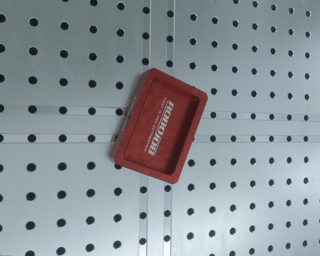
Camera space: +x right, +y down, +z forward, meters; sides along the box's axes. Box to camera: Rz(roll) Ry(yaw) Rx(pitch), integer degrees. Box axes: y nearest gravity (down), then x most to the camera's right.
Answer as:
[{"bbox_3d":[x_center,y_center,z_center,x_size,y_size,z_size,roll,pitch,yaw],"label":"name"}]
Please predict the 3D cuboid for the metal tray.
[{"bbox_3d":[0.000,-0.002,0.409,0.090,0.030,0.130,23,83,-19],"label":"metal tray"}]
